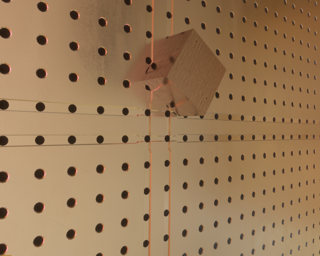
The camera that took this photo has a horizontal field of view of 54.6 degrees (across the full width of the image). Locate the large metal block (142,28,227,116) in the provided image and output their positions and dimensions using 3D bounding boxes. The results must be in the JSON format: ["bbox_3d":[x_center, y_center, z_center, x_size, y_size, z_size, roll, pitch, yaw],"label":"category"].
[{"bbox_3d":[0.035,-0.072,0.421,0.080,0.050,0.080,41,65,-32],"label":"large metal block"}]
